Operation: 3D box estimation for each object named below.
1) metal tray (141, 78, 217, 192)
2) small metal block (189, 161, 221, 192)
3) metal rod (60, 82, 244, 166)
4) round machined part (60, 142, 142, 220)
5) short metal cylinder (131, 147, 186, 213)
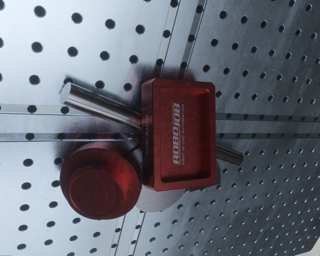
[{"bbox_3d":[0.025,0.007,0.383,0.091,0.030,0.129,-1,90,-29],"label":"metal tray"},{"bbox_3d":[0.064,0.069,0.470,0.050,0.025,0.050,-16,143,0],"label":"small metal block"},{"bbox_3d":[0.013,0.007,0.418,0.302,0.025,0.025,21,107,-36],"label":"metal rod"},{"bbox_3d":[-0.072,0.069,0.368,0.099,0.042,0.097,2,110,6],"label":"round machined part"},{"bbox_3d":[-0.008,0.069,0.429,0.081,0.050,0.079,-14,124,-21],"label":"short metal cylinder"}]
